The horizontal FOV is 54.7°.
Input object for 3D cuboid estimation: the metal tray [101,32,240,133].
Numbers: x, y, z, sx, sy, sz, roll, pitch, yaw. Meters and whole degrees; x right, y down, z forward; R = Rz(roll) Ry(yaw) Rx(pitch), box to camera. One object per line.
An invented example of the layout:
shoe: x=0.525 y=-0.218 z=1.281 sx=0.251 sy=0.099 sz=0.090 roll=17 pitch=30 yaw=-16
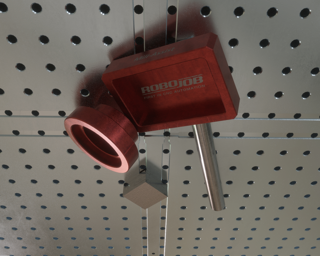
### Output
metal tray: x=0.012 y=-0.044 z=0.344 sx=0.130 sy=0.030 sz=0.090 roll=-9 pitch=129 yaw=28

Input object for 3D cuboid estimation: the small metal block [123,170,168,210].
small metal block: x=-0.023 y=0.100 z=0.496 sx=0.050 sy=0.025 sz=0.050 roll=-35 pitch=122 yaw=25

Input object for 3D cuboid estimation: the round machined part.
round machined part: x=-0.067 y=0.009 z=0.387 sx=0.098 sy=0.042 sz=0.098 roll=27 pitch=149 yaw=18

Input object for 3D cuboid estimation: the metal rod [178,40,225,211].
metal rod: x=0.062 y=0.020 z=0.429 sx=0.025 sy=0.025 sz=0.299 roll=-11 pitch=130 yaw=9
